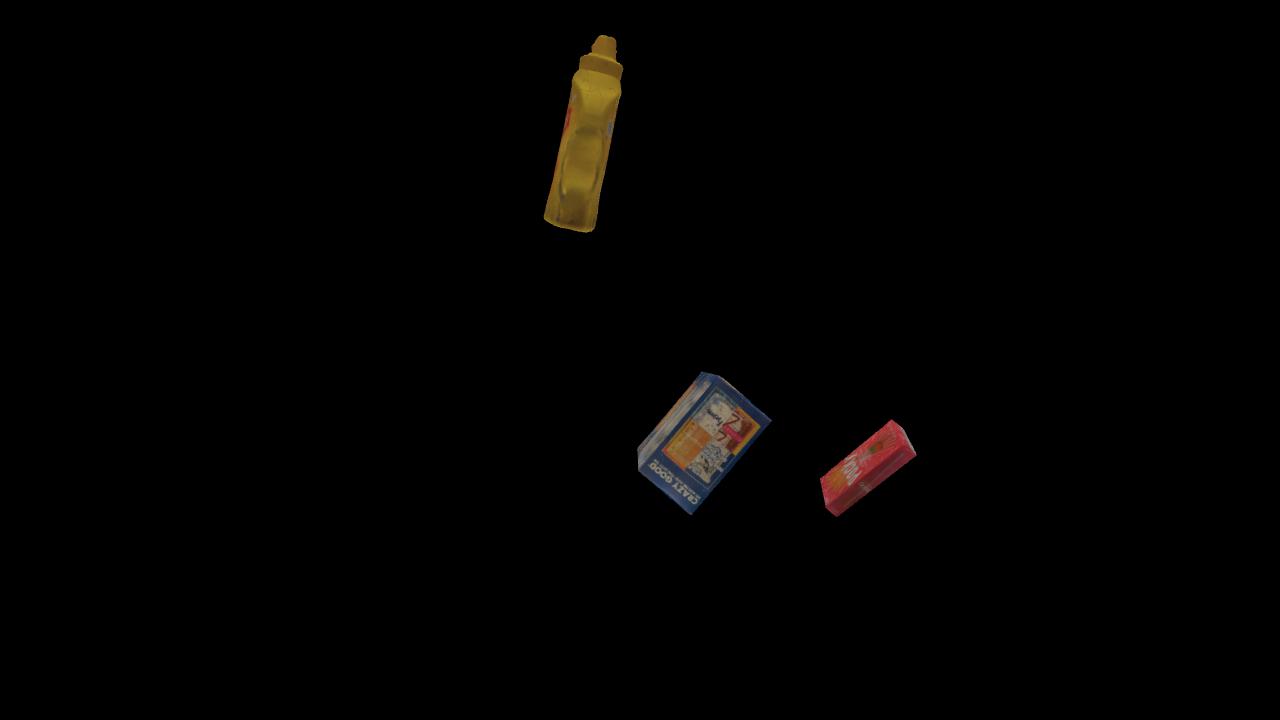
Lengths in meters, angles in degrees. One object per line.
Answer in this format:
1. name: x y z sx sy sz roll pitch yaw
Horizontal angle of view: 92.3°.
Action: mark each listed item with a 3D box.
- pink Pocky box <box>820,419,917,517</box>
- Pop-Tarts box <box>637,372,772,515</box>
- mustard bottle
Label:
1. pink Pocky box: 0.343 0.165 0.940 0.029 0.155 0.084 40 22 -6
2. Pop-Tarts box: 0.071 0.094 0.756 0.083 0.141 0.167 41 0 0
3. mustard bottle: -0.052 -0.224 0.612 0.054 0.184 0.092 13 15 -5
